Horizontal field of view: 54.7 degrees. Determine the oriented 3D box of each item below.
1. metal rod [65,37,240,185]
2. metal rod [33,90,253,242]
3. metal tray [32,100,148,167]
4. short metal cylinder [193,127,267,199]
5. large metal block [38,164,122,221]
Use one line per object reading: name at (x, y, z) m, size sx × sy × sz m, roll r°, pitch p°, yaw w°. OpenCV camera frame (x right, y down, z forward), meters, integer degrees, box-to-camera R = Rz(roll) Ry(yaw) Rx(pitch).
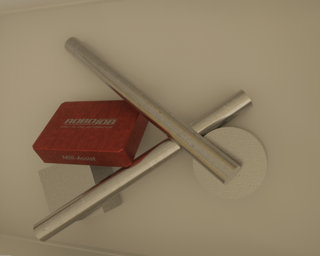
metal rod at (-0.028, -0.037, 0.387) m, size 0.300 × 0.025 × 0.025 m, roll 40°, pitch 103°, yaw 28°
metal rod at (-0.022, 0.047, 0.377) m, size 0.301 × 0.025 × 0.025 m, roll -33°, pitch 79°, yaw 2°
metal tray at (-0.088, 0.004, 0.407) m, size 0.130 × 0.030 × 0.090 m, roll 0°, pitch 46°, yaw 21°
short metal cylinder at (0.084, 0.038, 0.365) m, size 0.080 × 0.050 × 0.079 m, roll 0°, pitch 90°, yaw 19°
large metal block at (-0.110, 0.083, 0.430) m, size 0.080 × 0.050 × 0.080 m, roll -20°, pitch 84°, yaw 18°
